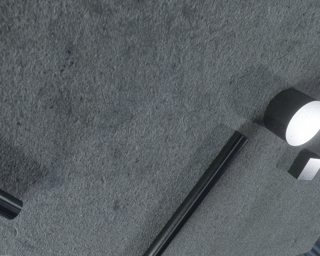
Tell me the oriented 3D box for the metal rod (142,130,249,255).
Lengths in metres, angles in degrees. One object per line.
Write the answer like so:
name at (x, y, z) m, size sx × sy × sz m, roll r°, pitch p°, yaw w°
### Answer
metal rod at (0.047, 0.132, 0.516) m, size 0.025 × 0.025 × 0.299 m, roll 26°, pitch 104°, yaw -37°

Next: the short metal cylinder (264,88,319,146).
short metal cylinder at (0.217, -0.018, 0.501) m, size 0.081 × 0.050 × 0.079 m, roll -14°, pitch 125°, yaw -21°

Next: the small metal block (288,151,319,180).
small metal block at (0.291, 0.076, 0.617) m, size 0.050 × 0.025 × 0.050 m, roll 9°, pitch 114°, yaw -33°

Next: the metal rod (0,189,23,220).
metal rod at (-0.249, 0.011, 0.277) m, size 0.025 × 0.025 × 0.300 m, roll -41°, pitch 130°, yaw -1°
